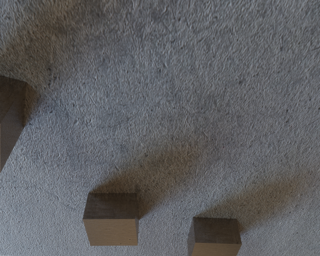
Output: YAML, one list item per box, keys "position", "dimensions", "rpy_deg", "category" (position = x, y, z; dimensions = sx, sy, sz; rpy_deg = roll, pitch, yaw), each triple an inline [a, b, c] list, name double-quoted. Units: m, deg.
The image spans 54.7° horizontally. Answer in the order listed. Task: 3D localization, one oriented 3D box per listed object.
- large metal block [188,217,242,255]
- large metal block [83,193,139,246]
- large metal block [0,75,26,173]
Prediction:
- position: [0.097, 0.210, 0.570]
  dimensions: [0.081, 0.050, 0.079]
  rpy_deg: [3, 130, -3]
  category: "large metal block"
- position: [-0.079, 0.154, 0.521]
  dimensions: [0.081, 0.050, 0.079]
  rpy_deg: [0, 130, 0]
  category: "large metal block"
- position: [-0.198, -0.007, 0.363]
  dimensions: [0.050, 0.080, 0.079]
  rpy_deg: [14, 129, -12]
  category: "large metal block"
